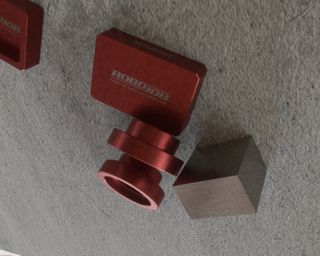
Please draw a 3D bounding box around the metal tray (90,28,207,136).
[{"bbox_3d":[-0.019,-0.055,0.378,0.130,0.030,0.089,25,127,12],"label":"metal tray"}]

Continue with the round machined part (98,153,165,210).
[{"bbox_3d":[-0.036,0.073,0.442,0.098,0.042,0.098,25,154,13],"label":"round machined part"}]

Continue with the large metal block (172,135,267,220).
[{"bbox_3d":[0.073,0.059,0.368,0.080,0.080,0.050,-17,109,34],"label":"large metal block"}]

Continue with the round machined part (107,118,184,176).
[{"bbox_3d":[-0.013,0.021,0.392,0.098,0.098,0.042,25,85,12],"label":"round machined part"}]

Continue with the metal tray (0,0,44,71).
[{"bbox_3d":[-0.226,-0.148,0.428,0.130,0.030,0.089,30,128,8],"label":"metal tray"}]
